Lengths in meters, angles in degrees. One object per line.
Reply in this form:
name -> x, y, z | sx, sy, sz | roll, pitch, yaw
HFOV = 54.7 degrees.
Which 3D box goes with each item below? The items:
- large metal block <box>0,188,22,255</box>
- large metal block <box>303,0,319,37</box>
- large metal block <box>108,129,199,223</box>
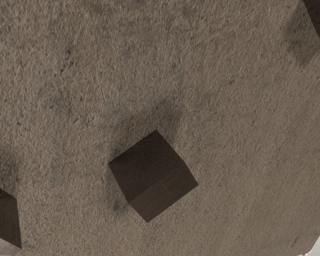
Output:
large metal block -> -0.203, 0.115, 0.332 | 0.080, 0.080, 0.050 | -38, 130, -3
large metal block -> 0.253, -0.168, 0.418 | 0.080, 0.050, 0.080 | -39, 131, 14
large metal block -> -0.011, 0.060, 0.404 | 0.080, 0.080, 0.050 | -36, 129, -5
